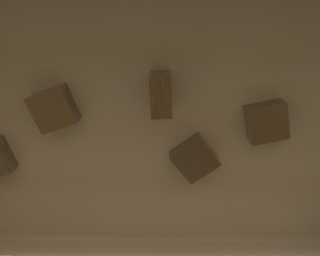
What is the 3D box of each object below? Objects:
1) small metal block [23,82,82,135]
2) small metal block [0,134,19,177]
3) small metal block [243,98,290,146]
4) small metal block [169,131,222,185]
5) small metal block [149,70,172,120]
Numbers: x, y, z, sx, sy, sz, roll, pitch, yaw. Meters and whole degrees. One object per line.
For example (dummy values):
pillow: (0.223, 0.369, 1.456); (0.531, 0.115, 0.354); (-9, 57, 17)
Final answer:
small metal block: (-0.137, -0.025, 0.401); (0.050, 0.025, 0.050); (-18, 109, 6)
small metal block: (-0.232, 0.042, 0.425); (0.050, 0.025, 0.050); (-15, 110, 5)
small metal block: (0.140, -0.008, 0.409); (0.050, 0.025, 0.050); (-12, 110, 4)
small metal block: (0.048, 0.042, 0.427); (0.050, 0.025, 0.050); (-36, 106, 12)
small metal block: (0.001, -0.042, 0.382); (0.025, 0.050, 0.050); (-3, 110, 1)
